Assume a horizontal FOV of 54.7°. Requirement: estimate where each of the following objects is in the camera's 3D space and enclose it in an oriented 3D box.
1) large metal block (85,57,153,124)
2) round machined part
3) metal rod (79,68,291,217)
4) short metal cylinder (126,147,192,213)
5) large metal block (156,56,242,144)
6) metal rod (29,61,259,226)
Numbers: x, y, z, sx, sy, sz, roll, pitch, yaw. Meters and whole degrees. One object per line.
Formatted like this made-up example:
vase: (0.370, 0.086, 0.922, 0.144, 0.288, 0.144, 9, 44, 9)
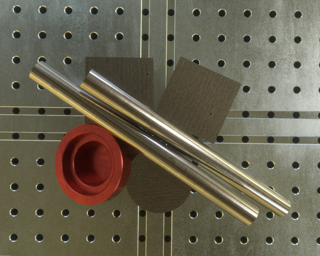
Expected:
large metal block: (-0.049, -0.045, 0.393, 0.081, 0.050, 0.079, 1, 90, 0)
round machined part: (-0.079, 0.044, 0.389, 0.098, 0.042, 0.097, -1, 86, 23)
metal rod: (0.042, 0.026, 0.373, 0.301, 0.025, 0.025, 33, 90, -15)
short metal cylinder: (-0.001, 0.062, 0.396, 0.081, 0.050, 0.079, 0, 90, 0)
large metal block: (0.045, -0.034, 0.396, 0.080, 0.050, 0.080, 24, 90, 0)
metal rod: (-0.017, 0.018, 0.358, 0.301, 0.025, 0.025, 34, 90, -1)
